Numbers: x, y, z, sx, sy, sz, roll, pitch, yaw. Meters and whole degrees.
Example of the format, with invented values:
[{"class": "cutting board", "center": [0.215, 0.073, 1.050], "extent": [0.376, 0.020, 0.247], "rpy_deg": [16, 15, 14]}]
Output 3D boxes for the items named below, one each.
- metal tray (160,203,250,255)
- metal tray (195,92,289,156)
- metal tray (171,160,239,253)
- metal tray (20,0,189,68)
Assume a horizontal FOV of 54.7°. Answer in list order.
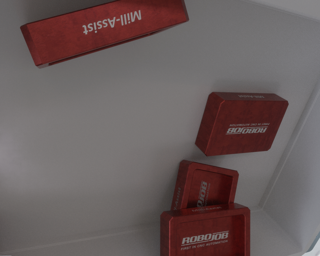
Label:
[{"class": "metal tray", "center": [0.066, 0.159, 0.436], "extent": [0.131, 0.030, 0.089], "rpy_deg": [0, 90, -24]}, {"class": "metal tray", "center": [0.124, -0.006, 0.469], "extent": [0.131, 0.030, 0.089], "rpy_deg": [-2, 119, -28]}, {"class": "metal tray", "center": [0.064, 0.120, 0.469], "extent": [0.091, 0.030, 0.129], "rpy_deg": [14, 84, -23]}, {"class": "metal tray", "center": [-0.051, -0.088, 0.280], "extent": [0.131, 0.090, 0.030], "rpy_deg": [-22, 105, -16]}]
